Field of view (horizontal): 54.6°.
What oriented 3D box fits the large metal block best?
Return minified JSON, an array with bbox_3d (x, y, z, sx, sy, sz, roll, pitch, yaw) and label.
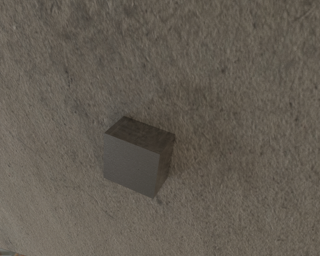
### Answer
[{"bbox_3d":[-0.030,0.040,0.432,0.080,0.050,0.079,20,126,16],"label":"large metal block"}]
